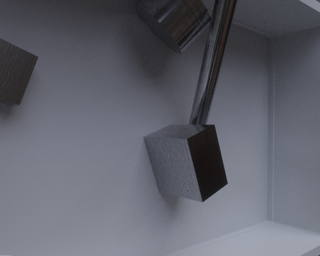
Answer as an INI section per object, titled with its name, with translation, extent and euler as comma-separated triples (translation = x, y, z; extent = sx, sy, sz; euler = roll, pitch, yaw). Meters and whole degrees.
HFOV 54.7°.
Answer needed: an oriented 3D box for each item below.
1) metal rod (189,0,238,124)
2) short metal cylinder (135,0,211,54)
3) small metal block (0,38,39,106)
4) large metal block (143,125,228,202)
[metal rod]
translation = 0.068, -0.102, 0.372
extent = 0.025, 0.025, 0.298
euler = -22, 134, -38
[short metal cylinder]
translation = 0.016, -0.137, 0.376
extent = 0.050, 0.080, 0.080
euler = -45, 122, 3
[small metal block]
translation = -0.148, -0.053, 0.283
extent = 0.050, 0.025, 0.050
euler = 25, 74, -38
[large metal block]
translation = 0.032, 0.041, 0.400
extent = 0.050, 0.080, 0.080
euler = -25, 106, -38
